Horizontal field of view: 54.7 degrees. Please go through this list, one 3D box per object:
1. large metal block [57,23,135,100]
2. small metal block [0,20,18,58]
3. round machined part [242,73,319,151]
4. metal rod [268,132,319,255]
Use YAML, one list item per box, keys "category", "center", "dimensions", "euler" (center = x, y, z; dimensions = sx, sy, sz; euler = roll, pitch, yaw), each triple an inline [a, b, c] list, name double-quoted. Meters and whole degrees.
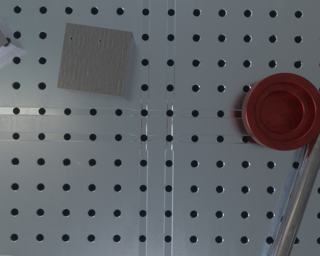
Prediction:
- category: "large metal block"
  center: [-0.079, -0.083, 0.400]
  dimensions: [0.080, 0.050, 0.080]
  euler: [8, 90, 0]
- category: "small metal block"
  center: [-0.230, -0.118, 0.411]
  dimensions: [0.050, 0.025, 0.050]
  euler: [-32, 90, 0]
- category: "round machined part"
  center: [0.156, -0.020, 0.406]
  dimensions: [0.099, 0.042, 0.097]
  euler: [0, 90, 0]
- category: "metal rod"
  center: [0.175, 0.124, 0.414]
  dimensions: [0.025, 0.025, 0.299]
  euler: [19, 90, 0]
